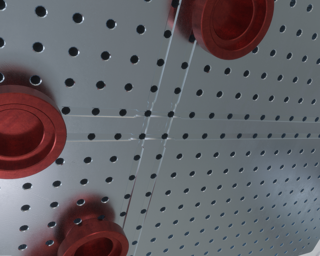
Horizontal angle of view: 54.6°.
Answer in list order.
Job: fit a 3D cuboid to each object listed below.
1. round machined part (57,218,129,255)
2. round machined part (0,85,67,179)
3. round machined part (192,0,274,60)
[{"bbox_3d":[-0.099,0.172,0.452,0.099,0.042,0.097,-14,124,-21],"label":"round machined part"},{"bbox_3d":[-0.150,0.001,0.318,0.099,0.042,0.097,-14,124,-21],"label":"round machined part"},{"bbox_3d":[0.080,-0.133,0.361,0.099,0.042,0.097,-14,124,-21],"label":"round machined part"}]
